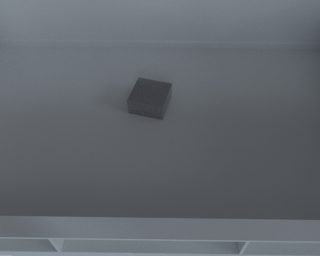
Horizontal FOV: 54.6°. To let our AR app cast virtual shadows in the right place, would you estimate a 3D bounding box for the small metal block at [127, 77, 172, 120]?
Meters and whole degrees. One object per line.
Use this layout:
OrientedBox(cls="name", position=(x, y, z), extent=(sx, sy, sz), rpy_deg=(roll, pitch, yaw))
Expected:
OrientedBox(cls="small metal block", position=(-0.014, -0.042, 0.441), extent=(0.050, 0.025, 0.050), rpy_deg=(12, 51, 10))
